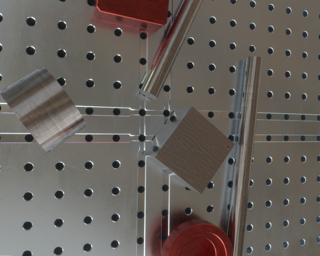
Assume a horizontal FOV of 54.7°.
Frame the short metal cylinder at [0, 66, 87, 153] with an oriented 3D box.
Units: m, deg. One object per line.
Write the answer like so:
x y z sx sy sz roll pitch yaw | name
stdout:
-0.125 -0.020 0.337 0.050 0.080 0.080 -38 103 -16 | short metal cylinder

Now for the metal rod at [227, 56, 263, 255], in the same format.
0.125 0.044 0.460 0.025 0.025 0.298 8 87 -20 | metal rod

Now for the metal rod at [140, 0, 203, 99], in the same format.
0.047 -0.178 0.430 0.025 0.025 0.299 28 81 -18 | metal rod

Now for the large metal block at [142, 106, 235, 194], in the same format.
0.038 0.028 0.415 0.080 0.050 0.080 40 77 -16 | large metal block

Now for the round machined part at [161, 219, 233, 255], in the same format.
0.046 0.173 0.422 0.099 0.042 0.097 0 90 -21 | round machined part

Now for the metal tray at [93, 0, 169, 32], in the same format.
-0.033 -0.199 0.398 0.091 0.030 0.129 6 88 -20 | metal tray
